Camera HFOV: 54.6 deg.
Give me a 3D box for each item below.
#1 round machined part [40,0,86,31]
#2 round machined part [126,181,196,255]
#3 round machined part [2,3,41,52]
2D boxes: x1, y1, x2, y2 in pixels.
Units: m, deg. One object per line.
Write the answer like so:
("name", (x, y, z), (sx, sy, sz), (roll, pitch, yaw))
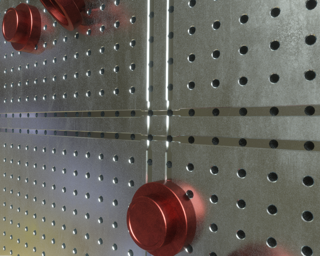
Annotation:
("round machined part", (-0.162, -0.213, 0.510), (0.042, 0.098, 0.098), (-45, 55, -13))
("round machined part", (-0.006, 0.120, 0.404), (0.098, 0.042, 0.097), (0, 90, 40))
("round machined part", (-0.290, -0.209, 0.640), (0.098, 0.042, 0.097), (0, 90, 40))
